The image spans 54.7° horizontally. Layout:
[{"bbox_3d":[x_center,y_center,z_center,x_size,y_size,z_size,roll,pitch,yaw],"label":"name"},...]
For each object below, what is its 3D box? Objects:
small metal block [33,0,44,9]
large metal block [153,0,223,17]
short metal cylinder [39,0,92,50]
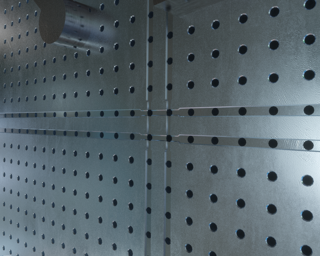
[{"bbox_3d":[-0.212,-0.252,0.585,0.050,0.025,0.050,50,119,28],"label":"small metal block"},{"bbox_3d":[0.037,-0.188,0.363,0.080,0.050,0.080,-6,86,40],"label":"large metal block"},{"bbox_3d":[-0.161,-0.178,0.527,0.080,0.050,0.080,0,90,40],"label":"short metal cylinder"}]
